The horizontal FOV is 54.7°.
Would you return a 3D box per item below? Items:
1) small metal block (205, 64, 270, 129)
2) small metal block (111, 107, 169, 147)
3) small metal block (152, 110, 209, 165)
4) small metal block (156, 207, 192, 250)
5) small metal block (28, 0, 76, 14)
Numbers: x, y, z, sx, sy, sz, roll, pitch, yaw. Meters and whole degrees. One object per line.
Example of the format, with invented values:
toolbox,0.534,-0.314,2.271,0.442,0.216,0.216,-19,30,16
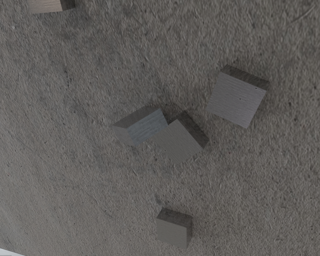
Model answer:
small metal block,0.085,-0.035,0.341,0.050,0.025,0.050,26,128,12
small metal block,-0.026,-0.003,0.390,0.050,0.050,0.025,10,129,61
small metal block,0.026,0.013,0.401,0.050,0.025,0.050,49,129,-7
small metal block,0.023,0.160,0.494,0.050,0.025,0.050,11,123,22
small metal block,-0.136,-0.168,0.374,0.050,0.025,0.050,6,121,25
